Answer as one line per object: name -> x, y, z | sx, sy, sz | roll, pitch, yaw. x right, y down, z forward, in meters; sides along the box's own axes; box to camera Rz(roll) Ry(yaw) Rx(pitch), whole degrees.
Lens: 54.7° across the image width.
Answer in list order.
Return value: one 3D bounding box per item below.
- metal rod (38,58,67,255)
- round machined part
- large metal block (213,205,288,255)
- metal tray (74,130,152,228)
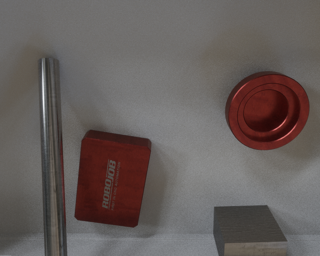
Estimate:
metal rod -> -0.128, 0.066, 0.370 | 0.025, 0.025, 0.298 | -4, 86, 1
round machined part -> 0.132, -0.024, 0.395 | 0.099, 0.042, 0.097 | 0, 110, -1
large metal block -> 0.123, 0.155, 0.441 | 0.081, 0.080, 0.050 | -2, 110, 0
metal tray -> -0.067, 0.073, 0.435 | 0.091, 0.030, 0.129 | 9, 110, -4
